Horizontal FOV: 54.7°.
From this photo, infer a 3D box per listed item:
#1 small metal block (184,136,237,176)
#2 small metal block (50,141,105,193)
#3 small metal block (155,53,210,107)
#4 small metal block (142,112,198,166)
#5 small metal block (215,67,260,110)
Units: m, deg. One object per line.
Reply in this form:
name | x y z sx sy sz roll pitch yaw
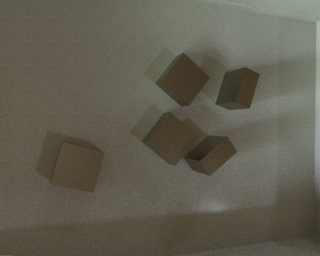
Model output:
small metal block | 0.068 0.036 0.422 0.050 0.050 0.025 -39 103 -16
small metal block | -0.100 0.046 0.374 0.050 0.025 0.050 16 85 -19
small metal block | 0.031 -0.065 0.422 0.050 0.025 0.050 40 77 -16
small metal block | 0.013 0.014 0.415 0.050 0.025 0.050 41 77 -16
small metal block | 0.108 -0.054 0.437 0.025 0.050 0.050 20 83 -19
